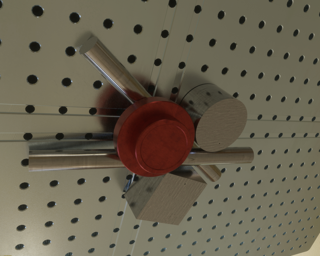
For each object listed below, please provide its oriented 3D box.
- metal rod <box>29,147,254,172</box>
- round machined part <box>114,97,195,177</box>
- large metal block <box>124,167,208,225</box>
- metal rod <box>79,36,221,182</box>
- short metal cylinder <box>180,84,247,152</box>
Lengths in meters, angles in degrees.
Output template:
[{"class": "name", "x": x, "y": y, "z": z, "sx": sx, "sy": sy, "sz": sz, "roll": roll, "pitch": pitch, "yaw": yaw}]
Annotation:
[{"class": "metal rod", "x": -0.009, "y": 0.039, "z": 0.408, "sx": 0.303, "sy": 0.025, "sz": 0.025, "roll": 1, "pitch": 118, "yaw": -21}, {"class": "round machined part", "x": -0.002, "y": 0.015, "z": 0.366, "sx": 0.099, "sy": 0.042, "sz": 0.097, "roll": -8, "pitch": 113, "yaw": -20}, {"class": "large metal block", "x": 0.008, "y": 0.091, "z": 0.454, "sx": 0.080, "sy": 0.050, "sz": 0.080, "roll": 22, "pitch": 107, "yaw": -37}, {"class": "metal rod", "x": 0.008, "y": -0.004, "z": 0.415, "sx": 0.025, "sy": 0.025, "sz": 0.300, "roll": -44, "pitch": 130, "yaw": 2}, {"class": "short metal cylinder", "x": 0.071, "y": -0.014, "z": 0.426, "sx": 0.081, "sy": 0.050, "sz": 0.079, "roll": -14, "pitch": 125, "yaw": -21}]
